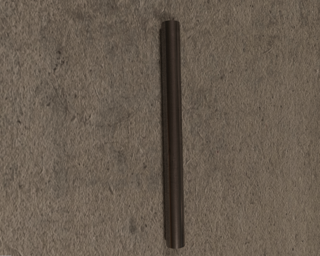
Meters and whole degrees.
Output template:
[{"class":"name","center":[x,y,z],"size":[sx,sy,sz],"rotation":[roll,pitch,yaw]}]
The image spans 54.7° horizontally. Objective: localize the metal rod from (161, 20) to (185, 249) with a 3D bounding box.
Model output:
[{"class":"metal rod","center":[0.018,0.009,0.416],"size":[0.025,0.025,0.298],"rotation":[-2,91,-20]}]
